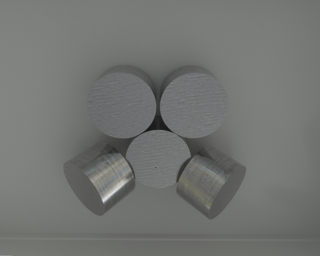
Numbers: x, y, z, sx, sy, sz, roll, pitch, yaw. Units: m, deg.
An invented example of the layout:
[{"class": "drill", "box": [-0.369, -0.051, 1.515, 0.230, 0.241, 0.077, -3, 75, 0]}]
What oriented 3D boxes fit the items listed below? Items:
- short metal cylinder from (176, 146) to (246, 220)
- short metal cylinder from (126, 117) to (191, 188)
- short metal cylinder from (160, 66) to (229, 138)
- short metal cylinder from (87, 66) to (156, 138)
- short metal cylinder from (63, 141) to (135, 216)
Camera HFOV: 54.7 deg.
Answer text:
[{"class": "short metal cylinder", "box": [0.067, 0.070, 0.400, 0.050, 0.081, 0.079, 33, 112, 30]}, {"class": "short metal cylinder", "box": [-0.002, 0.031, 0.406, 0.081, 0.050, 0.079, 0, 110, -1]}, {"class": "short metal cylinder", "box": [0.040, -0.034, 0.385, 0.081, 0.050, 0.079, 0, 110, -1]}, {"class": "short metal cylinder", "box": [-0.045, -0.033, 0.382, 0.081, 0.050, 0.079, 0, 110, -1]}, {"class": "short metal cylinder", "box": [-0.078, 0.064, 0.397, 0.050, 0.080, 0.080, -35, 114, -35]}]
